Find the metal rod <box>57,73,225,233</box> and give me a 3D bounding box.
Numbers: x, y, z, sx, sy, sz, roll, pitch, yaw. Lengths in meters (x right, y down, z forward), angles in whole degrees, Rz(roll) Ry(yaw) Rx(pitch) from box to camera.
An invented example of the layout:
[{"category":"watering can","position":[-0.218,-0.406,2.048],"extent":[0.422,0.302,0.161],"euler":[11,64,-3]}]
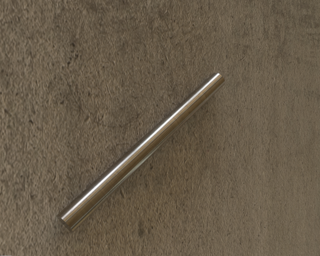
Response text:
[{"category":"metal rod","position":[-0.005,0.013,0.402],"extent":[0.301,0.025,0.025],"euler":[-43,116,-31]}]
